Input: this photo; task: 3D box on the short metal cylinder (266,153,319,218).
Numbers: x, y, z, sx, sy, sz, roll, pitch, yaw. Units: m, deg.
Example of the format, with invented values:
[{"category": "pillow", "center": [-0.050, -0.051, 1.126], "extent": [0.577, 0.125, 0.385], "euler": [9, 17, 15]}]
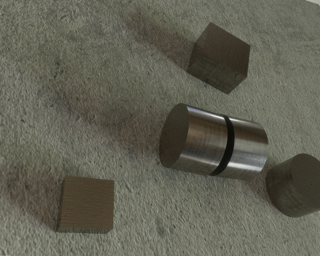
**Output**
[{"category": "short metal cylinder", "center": [0.202, 0.083, 0.446], "extent": [0.081, 0.050, 0.080], "euler": [14, 56, -21]}]

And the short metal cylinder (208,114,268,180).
[{"category": "short metal cylinder", "center": [0.093, 0.025, 0.403], "extent": [0.050, 0.080, 0.080], "euler": [11, 57, -22]}]

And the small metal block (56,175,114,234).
[{"category": "small metal block", "center": [-0.075, 0.079, 0.315], "extent": [0.050, 0.025, 0.050], "euler": [10, 57, -23]}]

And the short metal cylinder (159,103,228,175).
[{"category": "short metal cylinder", "center": [0.038, 0.014, 0.380], "extent": [0.050, 0.080, 0.080], "euler": [15, 56, -20]}]

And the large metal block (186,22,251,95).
[{"category": "large metal block", "center": [0.098, -0.114, 0.510], "extent": [0.080, 0.050, 0.080], "euler": [26, 53, -12]}]
